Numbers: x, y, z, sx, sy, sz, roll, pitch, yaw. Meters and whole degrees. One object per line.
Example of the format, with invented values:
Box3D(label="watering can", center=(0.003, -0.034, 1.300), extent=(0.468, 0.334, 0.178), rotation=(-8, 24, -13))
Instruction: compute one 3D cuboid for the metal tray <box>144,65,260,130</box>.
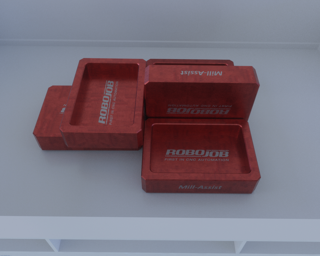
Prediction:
Box3D(label="metal tray", center=(0.048, -0.034, 0.389), extent=(0.131, 0.089, 0.030), rotation=(1, 50, 0))

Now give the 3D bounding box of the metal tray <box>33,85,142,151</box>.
Box3D(label="metal tray", center=(-0.088, -0.015, 0.409), extent=(0.131, 0.030, 0.090), rotation=(0, 50, 0))

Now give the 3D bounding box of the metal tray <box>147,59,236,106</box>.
Box3D(label="metal tray", center=(0.045, -0.061, 0.452), extent=(0.131, 0.030, 0.090), rotation=(1, 50, 0))

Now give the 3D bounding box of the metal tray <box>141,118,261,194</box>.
Box3D(label="metal tray", center=(0.045, 0.032, 0.374), extent=(0.131, 0.030, 0.090), rotation=(1, 50, 0))

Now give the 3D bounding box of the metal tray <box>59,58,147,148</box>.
Box3D(label="metal tray", center=(-0.064, -0.036, 0.389), extent=(0.091, 0.030, 0.130), rotation=(1, 50, 0))
